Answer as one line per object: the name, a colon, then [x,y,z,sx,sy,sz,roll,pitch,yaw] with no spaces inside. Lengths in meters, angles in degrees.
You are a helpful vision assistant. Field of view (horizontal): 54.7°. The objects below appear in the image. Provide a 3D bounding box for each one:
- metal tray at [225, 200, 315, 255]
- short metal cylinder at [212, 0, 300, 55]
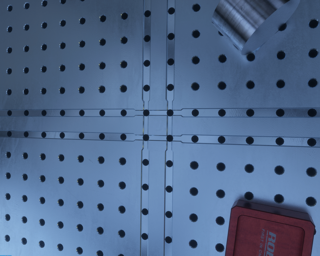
metal tray: [0.124,0.160,0.366,0.090,0.030,0.129,8,93,19]
short metal cylinder: [0.105,-0.128,0.346,0.080,0.080,0.050,-42,77,15]
